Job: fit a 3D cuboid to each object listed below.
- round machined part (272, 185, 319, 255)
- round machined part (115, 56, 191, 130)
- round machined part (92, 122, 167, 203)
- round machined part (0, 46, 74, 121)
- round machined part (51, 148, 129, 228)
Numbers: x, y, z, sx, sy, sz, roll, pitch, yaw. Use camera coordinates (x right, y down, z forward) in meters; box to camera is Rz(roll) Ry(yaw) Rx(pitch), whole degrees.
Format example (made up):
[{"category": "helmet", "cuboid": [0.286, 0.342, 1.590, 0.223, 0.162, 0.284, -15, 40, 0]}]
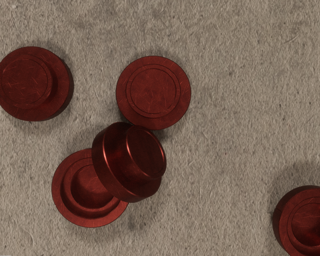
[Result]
[{"category": "round machined part", "cuboid": [0.195, 0.123, 0.404, 0.099, 0.042, 0.097, 0, 90, -1]}, {"category": "round machined part", "cuboid": [-0.009, -0.045, 0.401, 0.099, 0.042, 0.097, 0, 90, -1]}, {"category": "round machined part", "cuboid": [-0.029, 0.036, 0.370, 0.042, 0.099, 0.098, -31, 90, 30]}, {"category": "round machined part", "cuboid": [-0.166, -0.057, 0.399, 0.099, 0.042, 0.097, 0, 90, -1]}, {"category": "round machined part", "cuboid": [-0.084, 0.074, 0.400, 0.099, 0.042, 0.097, 0, 90, -1]}]
